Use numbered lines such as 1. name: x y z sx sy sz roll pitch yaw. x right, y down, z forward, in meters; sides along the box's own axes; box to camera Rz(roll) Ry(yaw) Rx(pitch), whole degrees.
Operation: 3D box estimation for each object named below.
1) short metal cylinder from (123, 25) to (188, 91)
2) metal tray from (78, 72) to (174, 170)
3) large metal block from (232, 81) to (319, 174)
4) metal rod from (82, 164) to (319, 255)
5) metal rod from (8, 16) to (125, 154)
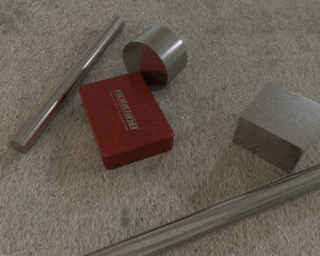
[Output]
1. short metal cylinder: -0.007 -0.101 0.453 0.080 0.080 0.050 29 56 22
2. metal tray: -0.048 -0.015 0.412 0.091 0.030 0.130 -17 52 -15
3. large metal block: 0.151 -0.003 0.391 0.080 0.050 0.080 32 57 23
4. metal rod: 0.055 0.095 0.324 0.302 0.025 0.025 -17 52 -14
5. metal rod: -0.125 -0.085 0.472 0.025 0.025 0.301 15 51 12
